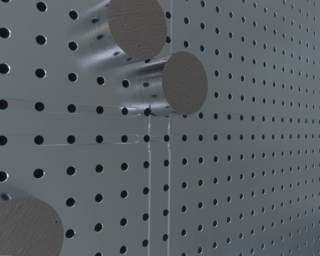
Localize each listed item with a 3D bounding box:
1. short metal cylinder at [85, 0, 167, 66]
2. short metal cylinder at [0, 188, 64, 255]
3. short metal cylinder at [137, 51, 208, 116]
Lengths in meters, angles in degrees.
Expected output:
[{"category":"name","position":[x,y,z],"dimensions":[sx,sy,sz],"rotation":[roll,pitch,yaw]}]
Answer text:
[{"category":"short metal cylinder","position":[-0.039,-0.115,0.360],"dimensions":[0.081,0.050,0.079],"rotation":[0,90,-40]},{"category":"short metal cylinder","position":[-0.136,0.098,0.279],"dimensions":[0.081,0.050,0.079],"rotation":[0,90,-40]},{"category":"short metal cylinder","position":[0.017,-0.056,0.406],"dimensions":[0.081,0.050,0.079],"rotation":[0,90,-40]}]
